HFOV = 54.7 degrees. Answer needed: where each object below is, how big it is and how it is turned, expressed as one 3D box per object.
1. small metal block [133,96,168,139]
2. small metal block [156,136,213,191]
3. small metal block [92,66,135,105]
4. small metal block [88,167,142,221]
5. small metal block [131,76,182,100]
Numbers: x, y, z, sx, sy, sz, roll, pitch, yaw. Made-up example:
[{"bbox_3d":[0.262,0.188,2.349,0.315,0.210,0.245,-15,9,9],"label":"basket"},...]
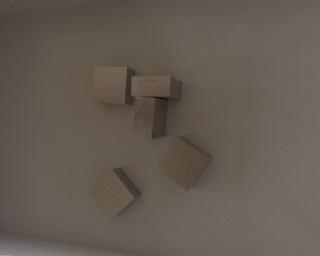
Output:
[{"bbox_3d":[-0.011,-0.013,0.400,0.025,0.050,0.050,6,92,19],"label":"small metal block"},{"bbox_3d":[0.031,0.044,0.399,0.050,0.025,0.050,34,101,16],"label":"small metal block"},{"bbox_3d":[-0.065,-0.059,0.432,0.050,0.025,0.050,5,92,19],"label":"small metal block"},{"bbox_3d":[-0.062,0.091,0.431,0.050,0.025,0.050,-43,77,14],"label":"small metal block"},{"bbox_3d":[-0.003,-0.050,0.398,0.050,0.050,0.025,3,91,19],"label":"small metal block"}]
